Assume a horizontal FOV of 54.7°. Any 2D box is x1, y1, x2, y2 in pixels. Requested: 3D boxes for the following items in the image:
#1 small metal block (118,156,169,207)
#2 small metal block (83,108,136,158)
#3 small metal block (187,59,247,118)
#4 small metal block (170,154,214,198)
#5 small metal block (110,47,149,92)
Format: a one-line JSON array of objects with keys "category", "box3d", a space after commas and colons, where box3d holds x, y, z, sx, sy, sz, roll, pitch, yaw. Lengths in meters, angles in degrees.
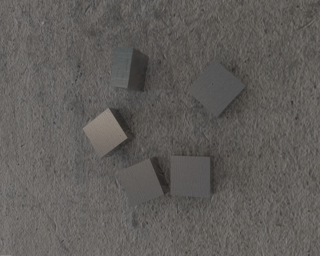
[{"category": "small metal block", "box3d": [-0.021, 0.072, 0.416, 0.050, 0.025, 0.050, -25, 82, 18]}, {"category": "small metal block", "box3d": [-0.071, 0.007, 0.434, 0.050, 0.025, 0.050, -37, 79, 16]}, {"category": "small metal block", "box3d": [0.071, -0.048, 0.384, 0.050, 0.025, 0.050, 45, 104, 14]}, {"category": "small metal block", "box3d": [0.041, 0.060, 0.394, 0.050, 0.025, 0.050, 0, 90, 20]}, {"category": "small metal block", "box3d": [-0.040, -0.076, 0.410, 0.025, 0.050, 0.050, 10, 93, 20]}]
